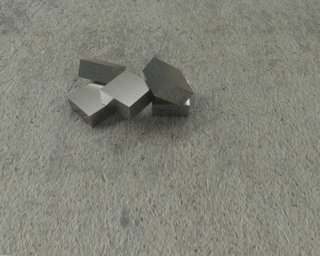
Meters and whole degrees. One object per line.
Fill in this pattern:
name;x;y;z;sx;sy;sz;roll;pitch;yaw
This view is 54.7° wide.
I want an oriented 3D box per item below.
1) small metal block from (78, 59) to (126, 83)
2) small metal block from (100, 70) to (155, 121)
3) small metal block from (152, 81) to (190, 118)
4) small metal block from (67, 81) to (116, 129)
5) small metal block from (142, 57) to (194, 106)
small metal block;-0.085;-0.084;0.459;0.050;0.025;0.050;15;15;11
small metal block;-0.042;-0.044;0.407;0.050;0.025;0.050;31;56;23
small metal block;0.015;-0.042;0.440;0.050;0.025;0.050;2;50;1
small metal block;-0.091;-0.034;0.432;0.050;0.025;0.050;38;59;27
small metal block;0.010;-0.061;0.407;0.050;0.025;0.050;17;37;-41
